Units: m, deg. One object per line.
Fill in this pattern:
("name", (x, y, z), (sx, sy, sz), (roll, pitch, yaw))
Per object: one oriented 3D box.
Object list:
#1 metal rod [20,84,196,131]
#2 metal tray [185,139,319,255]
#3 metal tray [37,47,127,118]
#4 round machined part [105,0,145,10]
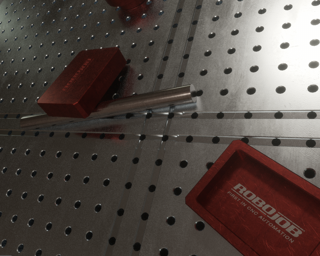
("metal rod", (-0.093, -0.027, 0.471), (0.301, 0.025, 0.025), (-8, 58, 23))
("metal tray", (0.100, 0.080, 0.302), (0.090, 0.030, 0.130), (-49, 52, -7))
("metal tray", (-0.121, -0.074, 0.492), (0.090, 0.030, 0.130), (4, 51, 33))
("round machined part", (-0.060, -0.266, 0.590), (0.098, 0.042, 0.098), (-13, 56, 20))
